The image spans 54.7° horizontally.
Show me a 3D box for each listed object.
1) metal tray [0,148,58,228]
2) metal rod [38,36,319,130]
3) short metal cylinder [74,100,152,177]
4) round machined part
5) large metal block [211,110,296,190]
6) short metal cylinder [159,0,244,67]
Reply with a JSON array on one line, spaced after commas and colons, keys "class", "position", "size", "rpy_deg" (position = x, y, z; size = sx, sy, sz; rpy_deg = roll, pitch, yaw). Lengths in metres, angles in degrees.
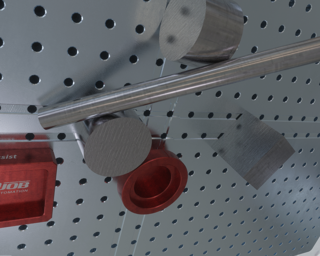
[{"class": "metal tray", "position": [-0.189, 0.071, 0.348], "size": [0.131, 0.030, 0.089], "rpy_deg": [0, 119, -29]}, {"class": "metal rod", "position": [0.019, -0.045, 0.325], "size": [0.301, 0.025, 0.025], "rpy_deg": [-14, 127, 5]}, {"class": "short metal cylinder", "position": [-0.057, 0.011, 0.371], "size": [0.081, 0.050, 0.079], "rpy_deg": [-14, 124, -21]}, {"class": "round machined part", "position": [-0.014, 0.070, 0.437], "size": [0.099, 0.042, 0.097], "rpy_deg": [-14, 124, -21]}, {"class": "large metal block", "position": [0.140, 0.032, 0.473], "size": [0.080, 0.080, 0.050], "rpy_deg": [-47, 129, 5]}, {"class": "short metal cylinder", "position": [0.042, -0.106, 0.333], "size": [0.050, 0.080, 0.079], "rpy_deg": [8, 114, -32]}]
